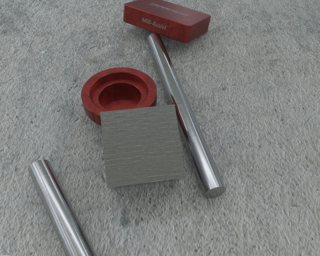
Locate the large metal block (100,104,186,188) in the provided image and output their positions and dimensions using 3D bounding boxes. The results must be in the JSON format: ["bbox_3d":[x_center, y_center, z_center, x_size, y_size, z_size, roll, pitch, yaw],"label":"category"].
[{"bbox_3d":[-0.020,0.023,0.348,0.081,0.050,0.080,-6,77,-6],"label":"large metal block"}]

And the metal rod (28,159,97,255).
[{"bbox_3d":[-0.059,0.142,0.282,0.025,0.025,0.300,-26,55,-21],"label":"metal rod"}]

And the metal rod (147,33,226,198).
[{"bbox_3d":[0.026,-0.040,0.436,0.025,0.025,0.300,-10,51,-9],"label":"metal rod"}]

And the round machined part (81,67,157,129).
[{"bbox_3d":[-0.054,-0.035,0.421,0.099,0.042,0.098,1,49,0],"label":"round machined part"}]

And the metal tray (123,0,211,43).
[{"bbox_3d":[0.013,-0.195,0.549,0.130,0.030,0.090,25,39,19],"label":"metal tray"}]
